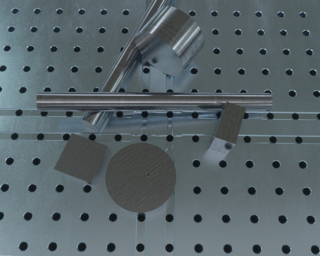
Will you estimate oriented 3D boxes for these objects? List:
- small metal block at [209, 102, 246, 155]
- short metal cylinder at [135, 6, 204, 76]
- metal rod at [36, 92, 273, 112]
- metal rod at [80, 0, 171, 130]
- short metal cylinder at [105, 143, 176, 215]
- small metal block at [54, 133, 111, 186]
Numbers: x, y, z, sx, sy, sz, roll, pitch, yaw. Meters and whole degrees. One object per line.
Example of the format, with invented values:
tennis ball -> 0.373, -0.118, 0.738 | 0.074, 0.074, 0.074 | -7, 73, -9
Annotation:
small metal block -> 0.086, 0.001, 0.398 | 0.025, 0.050, 0.050 | 19, 71, 7
short metal cylinder -> 0.013, -0.118, 0.426 | 0.080, 0.080, 0.050 | 34, 74, 11
metal rod -> -0.001, -0.034, 0.406 | 0.302, 0.025, 0.025 | -1, 70, -8
metal rod -> -0.031, -0.132, 0.459 | 0.025, 0.025, 0.300 | 24, 72, 8
short metal cylinder -> -0.022, 0.063, 0.375 | 0.081, 0.050, 0.080 | 0, 70, 0
small metal block -> -0.098, 0.041, 0.396 | 0.050, 0.025, 0.050 | 20, 71, 7
